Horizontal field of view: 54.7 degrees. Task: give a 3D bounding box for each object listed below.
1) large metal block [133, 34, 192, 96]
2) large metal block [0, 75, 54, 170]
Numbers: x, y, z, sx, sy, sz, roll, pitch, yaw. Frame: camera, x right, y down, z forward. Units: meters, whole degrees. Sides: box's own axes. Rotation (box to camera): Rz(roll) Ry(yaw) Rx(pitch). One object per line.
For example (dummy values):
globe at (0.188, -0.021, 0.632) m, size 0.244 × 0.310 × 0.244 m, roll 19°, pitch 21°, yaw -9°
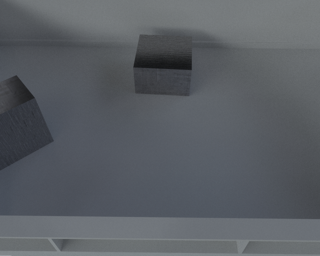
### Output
large metal block at (0.006, -0.096, 0.469) m, size 0.080 × 0.050 × 0.080 m, roll 3°, pitch 50°, yaw 2°
large metal block at (-0.186, -0.003, 0.371) m, size 0.080 × 0.080 × 0.050 m, roll -32°, pitch 57°, yaw -24°
